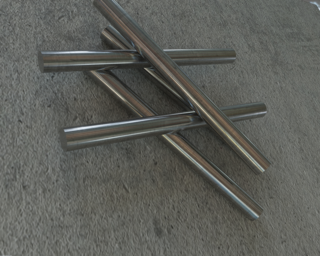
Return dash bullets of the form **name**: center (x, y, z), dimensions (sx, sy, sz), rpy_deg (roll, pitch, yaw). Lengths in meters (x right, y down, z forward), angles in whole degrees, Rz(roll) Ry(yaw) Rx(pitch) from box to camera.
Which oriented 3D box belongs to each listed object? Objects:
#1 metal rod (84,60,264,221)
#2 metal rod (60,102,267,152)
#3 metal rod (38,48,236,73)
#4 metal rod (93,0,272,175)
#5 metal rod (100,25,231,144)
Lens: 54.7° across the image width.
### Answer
- **metal rod**: center (0.015, 0.012, 0.406), dimensions (0.300, 0.025, 0.025), rpy_deg (42, 51, 0)
- **metal rod**: center (0.028, -0.008, 0.395), dimensions (0.303, 0.025, 0.025), rpy_deg (-9, 67, -32)
- **metal rod**: center (-0.009, -0.097, 0.429), dimensions (0.303, 0.025, 0.025), rpy_deg (-10, 67, -33)
- **metal rod**: center (0.025, -0.059, 0.393), dimensions (0.300, 0.025, 0.025), rpy_deg (47, 51, 4)
- **metal rod**: center (0.036, -0.043, 0.452), dimensions (0.300, 0.025, 0.025), rpy_deg (40, 51, -1)
